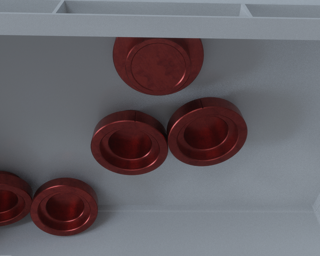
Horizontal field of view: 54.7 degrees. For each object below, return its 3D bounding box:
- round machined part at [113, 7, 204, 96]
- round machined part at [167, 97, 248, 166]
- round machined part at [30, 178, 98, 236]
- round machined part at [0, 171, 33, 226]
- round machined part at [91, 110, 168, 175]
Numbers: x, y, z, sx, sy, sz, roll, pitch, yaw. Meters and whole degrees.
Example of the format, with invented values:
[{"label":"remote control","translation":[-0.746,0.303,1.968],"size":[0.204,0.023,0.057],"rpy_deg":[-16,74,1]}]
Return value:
[{"label":"round machined part","translation":[-0.002,-0.074,0.335],"size":[0.099,0.042,0.097],"rpy_deg":[-1,130,0]},{"label":"round machined part","translation":[0.057,0.000,0.396],"size":[0.099,0.042,0.097],"rpy_deg":[-3,129,-3]},{"label":"round machined part","translation":[-0.147,0.118,0.485],"size":[0.099,0.042,0.097],"rpy_deg":[-4,116,-8]},{"label":"round machined part","translation":[-0.247,0.103,0.471],"size":[0.099,0.042,0.097],"rpy_deg":[-12,132,-13]},{"label":"round machined part","translation":[-0.039,0.015,0.410],"size":[0.099,0.042,0.097],"rpy_deg":[0,130,0]}]
